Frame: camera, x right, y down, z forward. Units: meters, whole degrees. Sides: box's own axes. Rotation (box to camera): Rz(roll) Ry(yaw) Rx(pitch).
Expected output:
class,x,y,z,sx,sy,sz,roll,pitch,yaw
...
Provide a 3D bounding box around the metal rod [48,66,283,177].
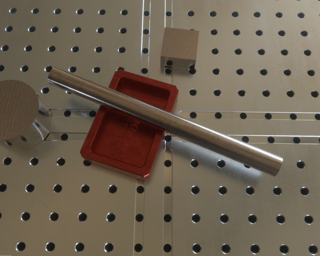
class,x,y,z,sx,sy,sz,roll,pitch,yaw
metal rod,0.001,-0.011,0.383,0.301,0.025,0.025,22,72,7

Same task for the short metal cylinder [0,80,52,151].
class,x,y,z,sx,sy,sz,roll,pitch,yaw
short metal cylinder,-0.189,-0.015,0.402,0.081,0.050,0.080,0,70,0

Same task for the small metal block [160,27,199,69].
class,x,y,z,sx,sy,sz,roll,pitch,yaw
small metal block,0.029,-0.117,0.455,0.050,0.025,0.050,7,70,2

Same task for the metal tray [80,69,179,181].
class,x,y,z,sx,sy,sz,roll,pitch,yaw
metal tray,-0.037,-0.006,0.410,0.090,0.030,0.130,17,71,6
